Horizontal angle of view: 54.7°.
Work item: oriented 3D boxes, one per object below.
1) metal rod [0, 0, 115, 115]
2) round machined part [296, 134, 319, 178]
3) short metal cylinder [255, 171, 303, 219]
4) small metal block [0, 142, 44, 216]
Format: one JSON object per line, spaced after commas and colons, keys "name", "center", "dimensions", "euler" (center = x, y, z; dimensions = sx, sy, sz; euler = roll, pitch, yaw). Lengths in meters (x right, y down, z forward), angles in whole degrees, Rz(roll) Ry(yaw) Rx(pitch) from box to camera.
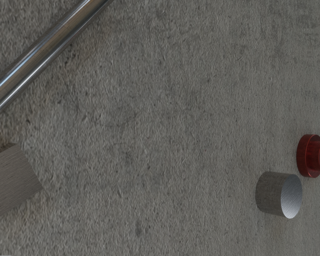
{"name": "metal rod", "center": [-0.138, -0.043, 0.289], "dimensions": [0.025, 0.025, 0.301], "euler": [49, 61, -29]}
{"name": "round machined part", "center": [0.348, 0.063, 0.690], "dimensions": [0.099, 0.042, 0.097], "euler": [0, 90, -40]}
{"name": "short metal cylinder", "center": [0.223, 0.123, 0.580], "dimensions": [0.081, 0.050, 0.079], "euler": [0, 90, -40]}
{"name": "small metal block", "center": [-0.145, 0.048, 0.284], "dimensions": [0.050, 0.025, 0.050], "euler": [-35, 112, -35]}
